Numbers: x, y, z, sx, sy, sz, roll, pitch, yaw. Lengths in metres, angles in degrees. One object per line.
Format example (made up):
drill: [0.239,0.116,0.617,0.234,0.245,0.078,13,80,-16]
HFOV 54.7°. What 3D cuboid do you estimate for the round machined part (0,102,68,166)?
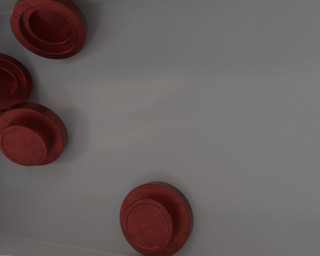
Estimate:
round machined part: [-0.187,0.016,0.443,0.099,0.042,0.097,2,120,3]

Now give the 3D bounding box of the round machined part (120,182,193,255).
round machined part: [-0.009,0.122,0.405,0.098,0.042,0.097,0,90,20]

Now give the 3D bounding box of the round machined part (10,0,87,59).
round machined part: [-0.152,-0.148,0.436,0.098,0.098,0.042,-17,50,19]

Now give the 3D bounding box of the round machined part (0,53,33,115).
round machined part: [-0.248,-0.062,0.468,0.042,0.099,0.098,-37,76,49]
